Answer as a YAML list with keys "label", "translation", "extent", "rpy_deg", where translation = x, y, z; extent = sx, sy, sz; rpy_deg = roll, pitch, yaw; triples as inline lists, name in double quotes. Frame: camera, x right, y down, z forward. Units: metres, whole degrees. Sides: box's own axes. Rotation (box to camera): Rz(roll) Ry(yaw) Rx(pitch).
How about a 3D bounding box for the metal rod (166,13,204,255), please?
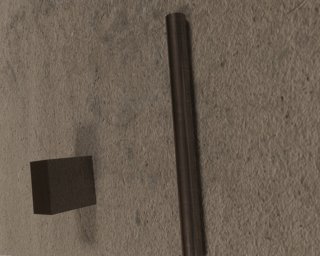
- label: "metal rod"
  translation: [0.030, 0.010, 0.378]
  extent: [0.025, 0.025, 0.298]
  rpy_deg: [-7, 86, 39]

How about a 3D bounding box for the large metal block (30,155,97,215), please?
- label: "large metal block"
  translation: [-0.153, 0.088, 0.492]
  extent: [0.050, 0.081, 0.080]
  rpy_deg: [-11, 83, 39]
